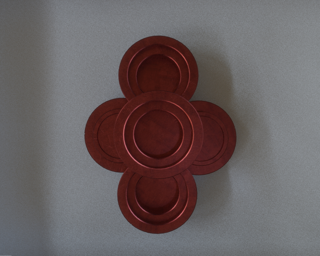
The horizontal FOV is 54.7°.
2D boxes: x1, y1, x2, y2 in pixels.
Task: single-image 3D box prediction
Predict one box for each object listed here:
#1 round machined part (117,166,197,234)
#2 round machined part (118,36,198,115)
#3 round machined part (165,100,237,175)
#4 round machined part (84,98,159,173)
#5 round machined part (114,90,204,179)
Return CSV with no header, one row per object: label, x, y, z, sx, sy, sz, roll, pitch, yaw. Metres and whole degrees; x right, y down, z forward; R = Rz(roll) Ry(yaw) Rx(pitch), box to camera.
round machined part,-0.003,0.082,0.401,0.099,0.042,0.097,0,90,-1
round machined part,-0.002,-0.065,0.401,0.099,0.042,0.097,0,90,-1
round machined part,0.051,0.013,0.401,0.099,0.042,0.097,0,90,-1
round machined part,-0.049,0.009,0.400,0.099,0.042,0.097,0,90,-1
round machined part,-0.002,0.007,0.359,0.099,0.042,0.097,0,90,-1
